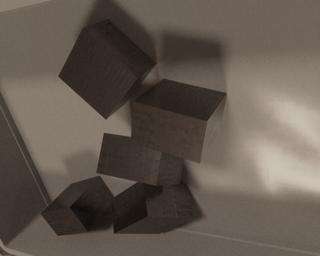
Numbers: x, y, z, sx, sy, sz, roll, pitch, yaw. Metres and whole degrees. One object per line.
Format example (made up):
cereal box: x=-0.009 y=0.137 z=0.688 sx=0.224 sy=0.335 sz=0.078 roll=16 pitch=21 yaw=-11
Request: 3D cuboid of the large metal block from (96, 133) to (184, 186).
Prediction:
large metal block: x=-0.021 y=0.041 z=0.399 sx=0.080 sy=0.080 sz=0.050 roll=7 pitch=85 yaw=24

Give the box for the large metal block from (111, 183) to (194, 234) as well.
large metal block: x=-0.012 y=0.115 z=0.442 sx=0.081 sy=0.050 sz=0.080 roll=15 pitch=141 yaw=-37

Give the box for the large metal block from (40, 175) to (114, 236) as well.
large metal block: x=-0.137 y=0.132 z=0.525 sx=0.080 sy=0.080 sz=0.050 roll=-20 pitch=108 yaw=35

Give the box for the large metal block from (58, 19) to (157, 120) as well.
large metal block: x=-0.065 y=-0.071 z=0.381 sx=0.080 sy=0.050 sz=0.080 roll=43 pitch=129 yaw=-2

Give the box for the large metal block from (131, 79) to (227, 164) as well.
large metal block: x=0.023 y=-0.012 z=0.351 sx=0.080 sy=0.080 sz=0.050 roll=16 pitch=121 yaw=19
